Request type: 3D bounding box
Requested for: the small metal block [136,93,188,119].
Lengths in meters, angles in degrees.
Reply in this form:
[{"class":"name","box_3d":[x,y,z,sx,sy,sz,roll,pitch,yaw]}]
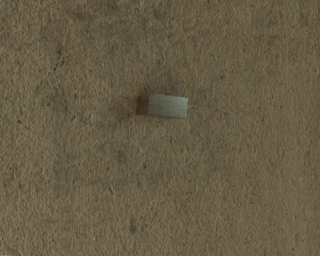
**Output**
[{"class":"small metal block","box_3d":[0.001,-0.027,0.398,0.050,0.050,0.025,6,88,-20]}]
